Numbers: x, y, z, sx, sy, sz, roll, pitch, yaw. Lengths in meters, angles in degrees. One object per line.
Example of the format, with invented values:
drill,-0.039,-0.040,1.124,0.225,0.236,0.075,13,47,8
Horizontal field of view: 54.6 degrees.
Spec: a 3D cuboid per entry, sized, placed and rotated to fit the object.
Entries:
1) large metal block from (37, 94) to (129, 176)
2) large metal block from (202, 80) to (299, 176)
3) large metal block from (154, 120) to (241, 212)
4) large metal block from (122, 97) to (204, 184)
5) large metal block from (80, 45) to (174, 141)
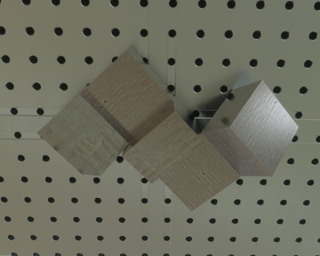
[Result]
large metal block,-0.097,0.012,0.380,0.080,0.080,0.050,47,65,-15
large metal block,0.111,0.002,0.379,0.080,0.050,0.080,47,63,-16
large metal block,0.047,0.050,0.418,0.080,0.050,0.080,-39,104,13
large metal block,0.003,0.009,0.387,0.080,0.080,0.050,-40,107,13
large metal block,-0.040,-0.042,0.384,0.080,0.050,0.080,-39,106,14
